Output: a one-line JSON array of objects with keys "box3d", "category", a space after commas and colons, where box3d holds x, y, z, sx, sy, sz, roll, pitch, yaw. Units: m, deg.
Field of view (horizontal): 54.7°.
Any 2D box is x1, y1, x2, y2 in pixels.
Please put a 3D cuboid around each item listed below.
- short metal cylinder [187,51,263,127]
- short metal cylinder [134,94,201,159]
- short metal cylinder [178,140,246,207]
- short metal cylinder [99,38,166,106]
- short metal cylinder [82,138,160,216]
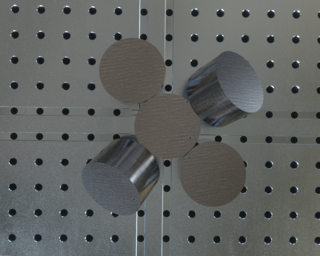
[{"box3d": [0.080, -0.047, 0.382, 0.081, 0.050, 0.080, 16, 61, -31], "category": "short metal cylinder"}, {"box3d": [0.009, -0.002, 0.401, 0.081, 0.050, 0.079, 0, 90, -1], "category": "short metal cylinder"}, {"box3d": [0.065, 0.056, 0.402, 0.081, 0.050, 0.079, 0, 90, -1], "category": "short metal cylinder"}, {"box3d": [-0.034, -0.070, 0.400, 0.081, 0.050, 0.079, 0, 90, -1], "category": "short metal cylinder"}, {"box3d": [-0.047, 0.060, 0.380, 0.080, 0.050, 0.079, 15, 127, 21], "category": "short metal cylinder"}]
